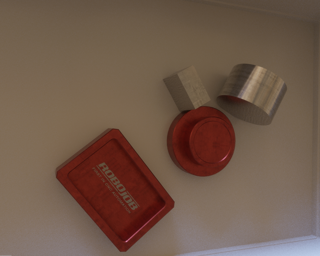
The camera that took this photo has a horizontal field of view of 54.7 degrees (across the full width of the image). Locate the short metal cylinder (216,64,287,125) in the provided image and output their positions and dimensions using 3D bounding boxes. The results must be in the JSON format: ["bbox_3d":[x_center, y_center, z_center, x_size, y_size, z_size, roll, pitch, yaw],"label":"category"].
[{"bbox_3d":[0.126,-0.045,0.429,0.080,0.080,0.050,32,80,-18],"label":"short metal cylinder"}]

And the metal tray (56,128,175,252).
[{"bbox_3d":[-0.054,0.076,0.388,0.090,0.030,0.130,-40,103,-16],"label":"metal tray"}]

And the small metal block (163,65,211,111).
[{"bbox_3d":[0.034,-0.051,0.411,0.025,0.050,0.050,-32,101,-17],"label":"small metal block"}]

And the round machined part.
[{"bbox_3d":[0.063,0.019,0.426,0.099,0.042,0.097,0,90,-21],"label":"round machined part"}]
